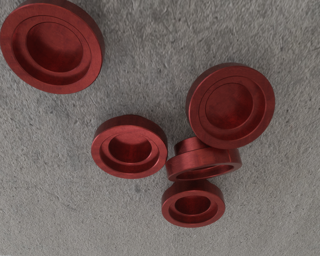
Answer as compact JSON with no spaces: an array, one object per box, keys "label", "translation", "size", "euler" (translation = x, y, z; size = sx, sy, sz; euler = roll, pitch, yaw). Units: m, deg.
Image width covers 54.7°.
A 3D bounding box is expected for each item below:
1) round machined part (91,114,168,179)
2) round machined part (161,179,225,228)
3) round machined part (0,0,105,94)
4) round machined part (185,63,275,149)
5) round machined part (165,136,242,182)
[{"label":"round machined part","translation":[-0.039,0.021,0.413],"size":[0.099,0.042,0.097],"euler":[0,130,0]},{"label":"round machined part","translation":[0.051,0.114,0.493],"size":[0.099,0.042,0.097],"euler":[0,130,0]},{"label":"round machined part","translation":[-0.106,-0.087,0.321],"size":[0.099,0.042,0.097],"euler":[0,130,0]},{"label":"round machined part","translation":[0.078,-0.028,0.360],"size":[0.099,0.042,0.097],"euler":[-3,112,-7]},{"label":"round machined part","translation":[0.055,0.039,0.412],"size":[0.099,0.042,0.098],"euler":[-9,160,-3]}]
